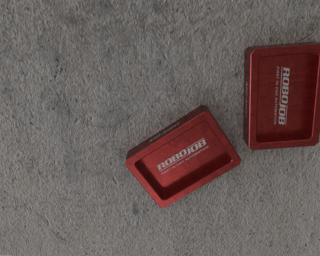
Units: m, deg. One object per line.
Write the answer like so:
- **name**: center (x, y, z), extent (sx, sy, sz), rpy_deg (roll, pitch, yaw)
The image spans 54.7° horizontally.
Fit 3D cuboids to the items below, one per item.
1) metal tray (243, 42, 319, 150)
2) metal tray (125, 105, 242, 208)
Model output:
- **metal tray**: center (0.155, -0.039, 0.393), extent (0.091, 0.030, 0.129), rpy_deg (-4, 110, 1)
- **metal tray**: center (0.031, 0.040, 0.422), extent (0.130, 0.030, 0.090), rpy_deg (-32, 107, 11)
